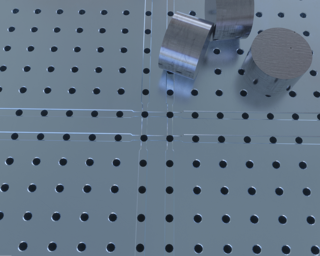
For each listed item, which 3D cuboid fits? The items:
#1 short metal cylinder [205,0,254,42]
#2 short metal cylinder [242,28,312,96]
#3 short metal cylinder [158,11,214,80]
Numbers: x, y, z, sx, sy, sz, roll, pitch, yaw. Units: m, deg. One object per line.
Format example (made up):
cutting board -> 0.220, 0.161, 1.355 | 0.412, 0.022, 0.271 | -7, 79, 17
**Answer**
short metal cylinder -> 0.097, -0.167, 0.444 | 0.050, 0.080, 0.080 | -5, 70, -2
short metal cylinder -> 0.161, -0.092, 0.433 | 0.081, 0.050, 0.080 | 0, 70, 0
short metal cylinder -> 0.036, -0.112, 0.424 | 0.050, 0.080, 0.080 | 21, 71, 7
